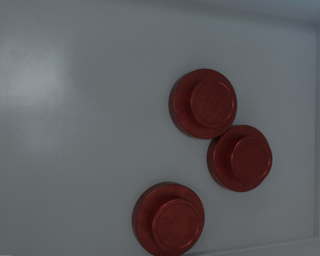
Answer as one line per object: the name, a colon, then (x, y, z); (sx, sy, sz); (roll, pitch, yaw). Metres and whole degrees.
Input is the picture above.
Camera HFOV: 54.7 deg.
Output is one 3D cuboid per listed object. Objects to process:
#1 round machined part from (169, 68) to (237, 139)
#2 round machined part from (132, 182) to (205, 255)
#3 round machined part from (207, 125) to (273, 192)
round machined part: (0.065, -0.033, 0.425); (0.099, 0.042, 0.097); (0, 90, -20)
round machined part: (0.016, 0.123, 0.407); (0.099, 0.042, 0.097); (0, 90, -20)
round machined part: (0.121, 0.044, 0.446); (0.099, 0.042, 0.097); (0, 90, -20)
